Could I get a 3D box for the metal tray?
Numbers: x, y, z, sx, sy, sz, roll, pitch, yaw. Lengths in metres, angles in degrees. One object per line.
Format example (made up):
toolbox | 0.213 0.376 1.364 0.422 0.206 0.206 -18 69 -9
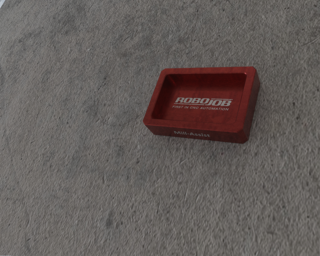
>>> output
metal tray | 0.051 -0.032 0.393 0.130 0.030 0.090 5 64 30
